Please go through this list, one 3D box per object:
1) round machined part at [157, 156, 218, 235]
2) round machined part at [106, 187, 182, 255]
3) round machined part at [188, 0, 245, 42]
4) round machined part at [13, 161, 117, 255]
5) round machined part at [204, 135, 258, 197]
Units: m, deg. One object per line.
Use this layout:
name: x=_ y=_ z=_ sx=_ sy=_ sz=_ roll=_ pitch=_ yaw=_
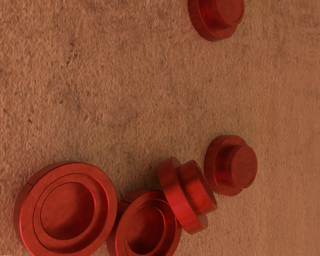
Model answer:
round machined part: x=0.039 y=0.078 z=0.389 sx=0.042 sy=0.098 sz=0.098 roll=-28 pitch=114 yaw=9
round machined part: x=-0.023 y=0.121 z=0.375 sx=0.099 sy=0.042 sz=0.097 roll=0 pitch=90 yaw=-40
round machined part: x=0.091 y=-0.185 z=0.469 sx=0.099 sy=0.042 sz=0.097 roll=0 pitch=90 yaw=-40
round machined part: x=-0.096 y=0.081 z=0.313 sx=0.099 sy=0.042 sz=0.097 roll=0 pitch=90 yaw=-40
round machined part: x=0.118 y=0.060 z=0.493 sx=0.099 sy=0.042 sz=0.097 roll=0 pitch=90 yaw=-40
